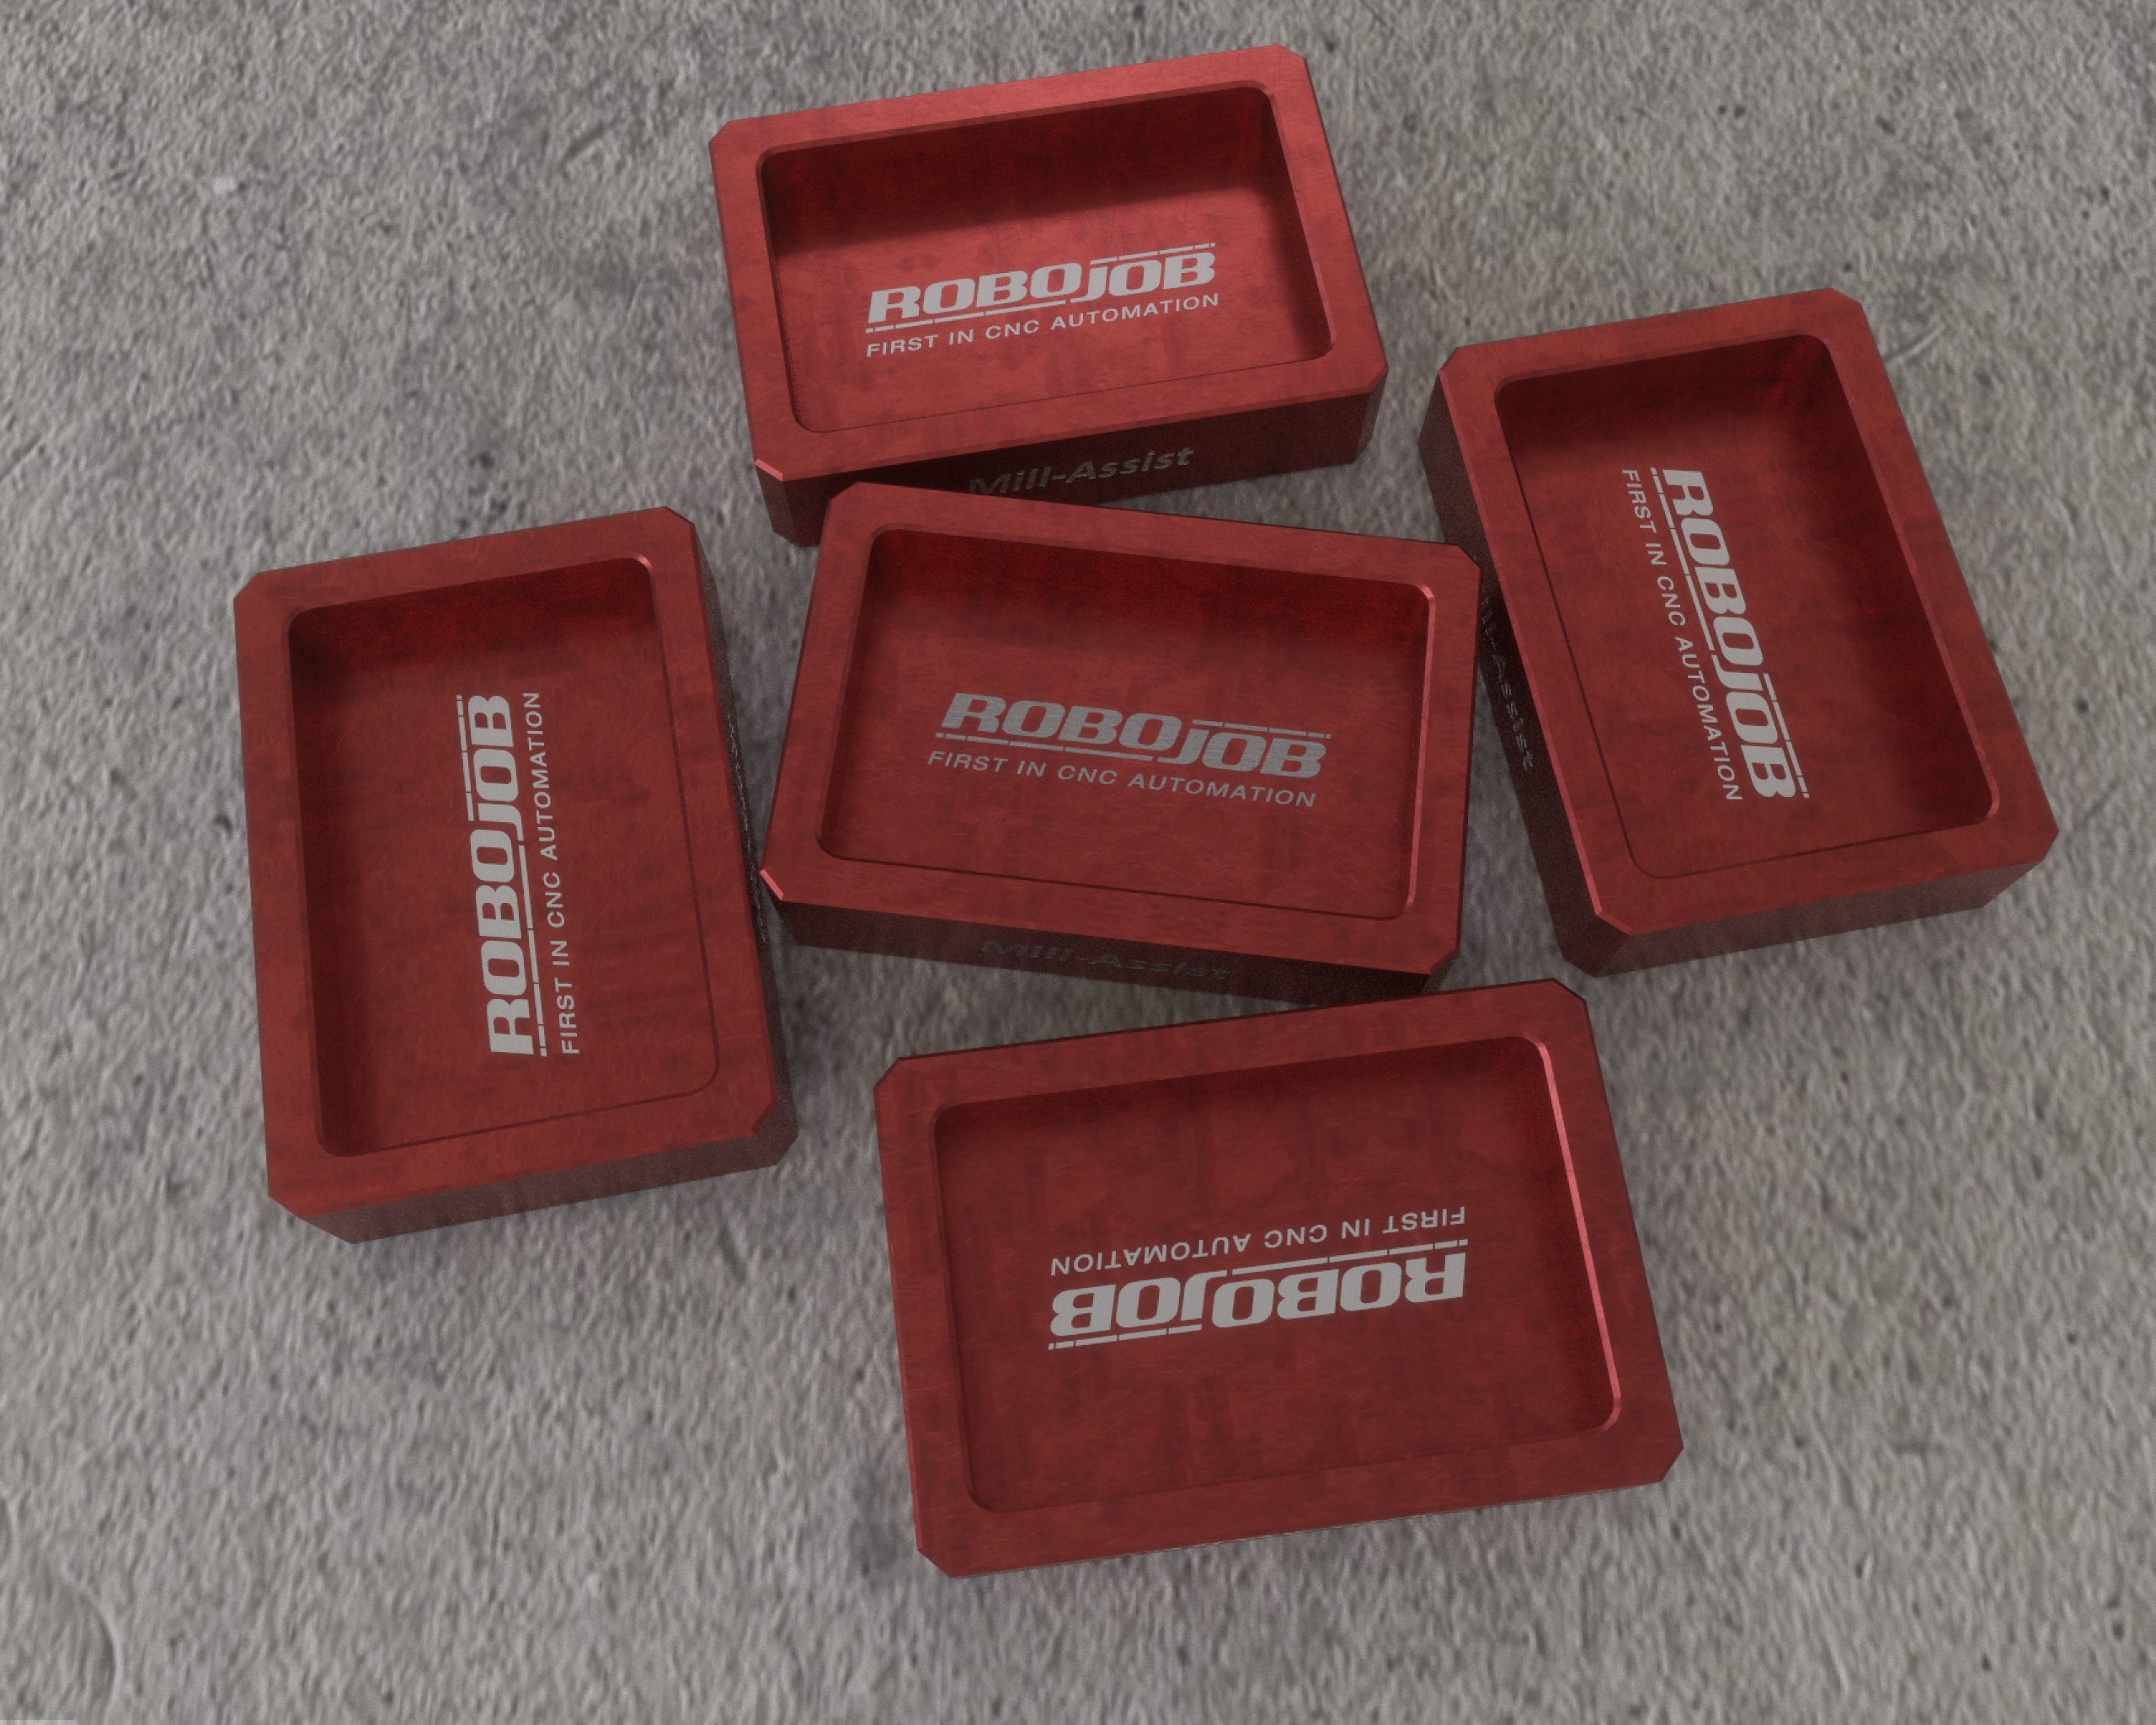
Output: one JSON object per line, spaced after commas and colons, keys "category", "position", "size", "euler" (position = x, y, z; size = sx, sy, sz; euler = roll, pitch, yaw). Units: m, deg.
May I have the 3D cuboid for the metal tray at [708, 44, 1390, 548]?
{"category": "metal tray", "position": [-0.008, -0.123, 0.449], "size": [0.131, 0.030, 0.090], "euler": [-9, 70, -4]}

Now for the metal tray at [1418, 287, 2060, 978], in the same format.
{"category": "metal tray", "position": [0.130, -0.049, 0.423], "size": [0.091, 0.030, 0.130], "euler": [-10, 70, -4]}

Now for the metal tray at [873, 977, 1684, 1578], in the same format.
{"category": "metal tray", "position": [0.033, 0.075, 0.378], "size": [0.131, 0.030, 0.090], "euler": [-7, 70, -3]}

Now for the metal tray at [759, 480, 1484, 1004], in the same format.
{"category": "metal tray", "position": [0.010, -0.023, 0.413], "size": [0.131, 0.030, 0.090], "euler": [7, 70, 2]}

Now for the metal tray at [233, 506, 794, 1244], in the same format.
{"category": "metal tray", "position": [-0.109, 0.000, 0.404], "size": [0.091, 0.030, 0.130], "euler": [-10, 70, -4]}
